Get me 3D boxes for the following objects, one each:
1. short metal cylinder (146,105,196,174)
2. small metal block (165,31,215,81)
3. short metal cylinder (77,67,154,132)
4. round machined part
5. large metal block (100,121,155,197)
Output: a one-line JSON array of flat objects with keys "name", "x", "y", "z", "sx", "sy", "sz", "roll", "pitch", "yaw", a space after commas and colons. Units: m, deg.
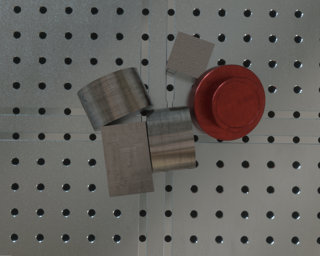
[{"name": "short metal cylinder", "x": 0.013, "y": 0.014, "z": 0.386, "sx": 0.050, "sy": 0.080, "sz": 0.080, "roll": -7, "pitch": 90, "yaw": 0}, {"name": "small metal block", "x": 0.039, "y": -0.094, "z": 0.414, "sx": 0.050, "sy": 0.025, "sz": 0.050, "roll": 20, "pitch": 90, "yaw": 0}, {"name": "short metal cylinder", "x": -0.055, "y": -0.035, "z": 0.385, "sx": 0.080, "sy": 0.080, "sz": 0.050, "roll": -25, "pitch": 90, "yaw": 0}, {"name": "round machined part", "x": 0.090, "y": -0.031, "z": 0.393, "sx": 0.099, "sy": 0.042, "sz": 0.097, "roll": -2, "pitch": 101, "yaw": -12}, {"name": "large metal block", "x": -0.036, "y": 0.035, "z": 0.385, "sx": 0.050, "sy": 0.080, "sz": 0.080, "roll": -7, "pitch": 90, "yaw": 0}]
